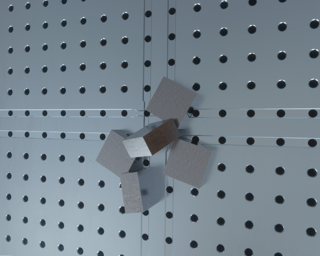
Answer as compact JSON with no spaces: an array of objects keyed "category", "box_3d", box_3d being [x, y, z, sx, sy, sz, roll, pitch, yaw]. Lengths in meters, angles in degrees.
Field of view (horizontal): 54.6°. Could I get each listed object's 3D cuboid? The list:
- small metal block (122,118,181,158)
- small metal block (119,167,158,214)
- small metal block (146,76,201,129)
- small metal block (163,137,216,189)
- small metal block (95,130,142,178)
[{"category":"small metal block","box_3d":[-0.011,0.013,0.390,0.050,0.050,0.025,-12,107,54]},{"category":"small metal block","box_3d":[-0.027,0.081,0.409,0.025,0.050,0.050,-10,87,20]},{"category":"small metal block","box_3d":[0.018,-0.033,0.407,0.050,0.025,0.050,32,100,17]},{"category":"small metal block","box_3d":[0.038,0.043,0.399,0.050,0.025,0.050,19,97,19]},{"category":"small metal block","box_3d":[-0.053,0.036,0.432,0.050,0.025,0.050,31,100,17]}]
